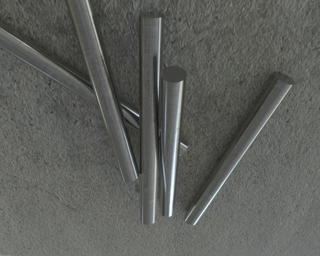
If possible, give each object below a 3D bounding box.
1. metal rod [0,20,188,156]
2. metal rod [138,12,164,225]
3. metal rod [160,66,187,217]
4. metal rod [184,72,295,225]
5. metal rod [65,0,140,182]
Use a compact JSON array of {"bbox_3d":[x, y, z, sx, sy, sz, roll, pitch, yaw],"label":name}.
[{"bbox_3d":[-0.084,-0.046,0.367,0.301,0.025,0.025,33,123,-25],"label":"metal rod"},{"bbox_3d":[-0.013,0.013,0.384,0.025,0.025,0.298,1,124,-1],"label":"metal rod"},{"bbox_3d":[0.013,0.044,0.412,0.025,0.025,0.298,0,140,0],"label":"metal rod"},{"bbox_3d":[0.099,0.051,0.450,0.025,0.025,0.298,14,129,-12],"label":"metal rod"},{"bbox_3d":[-0.064,-0.060,0.330,0.025,0.025,0.298,-8,123,6],"label":"metal rod"}]
